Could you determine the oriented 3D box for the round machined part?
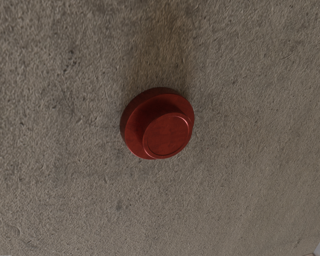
[{"bbox_3d":[0.002,0.001,0.397,0.099,0.042,0.097,-14,124,-21],"label":"round machined part"}]
